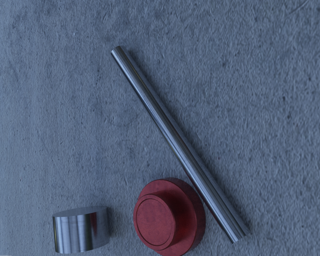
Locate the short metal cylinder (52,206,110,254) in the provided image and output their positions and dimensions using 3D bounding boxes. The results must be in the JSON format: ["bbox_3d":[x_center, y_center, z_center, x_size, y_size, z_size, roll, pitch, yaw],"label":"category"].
[{"bbox_3d":[-0.118,0.150,0.467,0.080,0.081,0.050,-11,83,39],"label":"short metal cylinder"}]

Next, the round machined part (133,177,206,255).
[{"bbox_3d":[0.004,0.114,0.390,0.098,0.042,0.097,0,90,40],"label":"round machined part"}]

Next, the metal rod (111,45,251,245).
[{"bbox_3d":[0.013,0.004,0.393,0.025,0.025,0.299,-47,62,30],"label":"metal rod"}]
